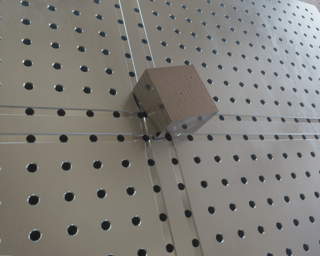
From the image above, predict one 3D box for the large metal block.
[{"bbox_3d":[0.020,-0.038,0.428,0.081,0.050,0.080,-13,69,-34],"label":"large metal block"}]
